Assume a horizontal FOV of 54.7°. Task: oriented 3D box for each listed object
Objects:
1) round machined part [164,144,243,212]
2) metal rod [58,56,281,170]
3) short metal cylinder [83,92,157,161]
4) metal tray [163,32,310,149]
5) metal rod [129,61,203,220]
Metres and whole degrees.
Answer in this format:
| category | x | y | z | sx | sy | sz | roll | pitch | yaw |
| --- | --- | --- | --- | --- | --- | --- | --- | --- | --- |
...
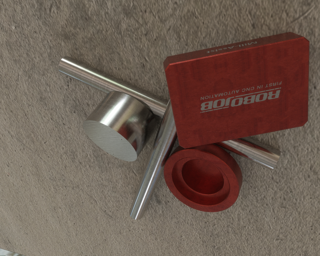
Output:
| category | x | y | z | sx | sy | sz | roll | pitch | yaw |
| --- | --- | --- | --- | --- | --- | --- | --- | --- | --- |
| round machined part | 0.058 | 0.058 | 0.403 | 0.098 | 0.042 | 0.097 | 13 | 124 | 21 |
| metal rod | 0.002 | -0.024 | 0.393 | 0.301 | 0.025 | 0.025 | 25 | 127 | 12 |
| short metal cylinder | -0.051 | -0.001 | 0.402 | 0.080 | 0.050 | 0.080 | 25 | 151 | 15 |
| metal tray | 0.076 | -0.036 | 0.307 | 0.131 | 0.030 | 0.089 | -11 | 116 | 2 |
| metal rod | -0.003 | 0.041 | 0.412 | 0.025 | 0.025 | 0.298 | 29 | 135 | 9 |
